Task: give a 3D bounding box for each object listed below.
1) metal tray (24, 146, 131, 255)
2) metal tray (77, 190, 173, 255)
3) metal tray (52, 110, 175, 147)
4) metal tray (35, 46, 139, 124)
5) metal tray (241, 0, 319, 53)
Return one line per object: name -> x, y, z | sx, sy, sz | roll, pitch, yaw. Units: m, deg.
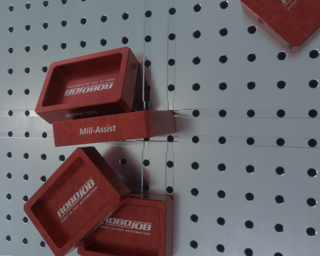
metal tray -> -0.114, 0.099, 0.418 | 0.130, 0.030, 0.090 | -45, 76, 14
metal tray -> -0.049, 0.136, 0.427 | 0.130, 0.030, 0.090 | 1, 91, 20
metal tray -> -0.057, 0.000, 0.398 | 0.130, 0.090, 0.030 | -6, 90, 20
metal tray -> -0.099, -0.057, 0.424 | 0.130, 0.030, 0.090 | -7, 59, 19
metal tray -> 0.169, -0.164, 0.350 | 0.130, 0.030, 0.090 | -46, 76, 14
